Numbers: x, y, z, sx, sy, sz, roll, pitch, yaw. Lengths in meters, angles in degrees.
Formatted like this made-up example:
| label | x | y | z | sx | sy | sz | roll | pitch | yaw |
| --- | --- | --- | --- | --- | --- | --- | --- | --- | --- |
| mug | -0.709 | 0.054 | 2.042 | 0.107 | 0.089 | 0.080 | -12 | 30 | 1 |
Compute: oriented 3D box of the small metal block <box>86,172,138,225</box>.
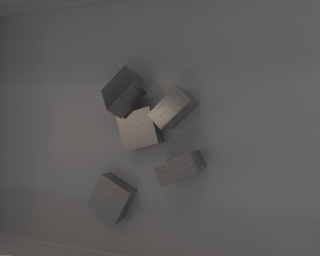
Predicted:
| label | x | y | z | sx | sy | sz | roll | pitch | yaw |
| --- | --- | --- | --- | --- | --- | --- | --- | --- | --- |
| small metal block | -0.067 | 0.097 | 0.434 | 0.050 | 0.025 | 0.050 | 30 | 100 | 17 |

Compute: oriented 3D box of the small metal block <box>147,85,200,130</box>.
| label | x | y | z | sx | sy | sz | roll | pitch | yaw |
| --- | --- | --- | --- | --- | --- | --- | --- | --- | --- |
| small metal block | 0.018 | -0.024 | 0.391 | 0.050 | 0.050 | 0.025 | -44 | 76 | 15 |

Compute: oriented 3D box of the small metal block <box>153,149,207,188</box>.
| label | x | y | z | sx | sy | sz | roll | pitch | yaw |
| --- | --- | --- | --- | --- | --- | --- | --- | --- | --- |
| small metal block | 0.026 | 0.050 | 0.388 | 0.050 | 0.050 | 0.025 | -26 | 82 | 18 |

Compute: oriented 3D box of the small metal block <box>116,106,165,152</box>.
| label | x | y | z | sx | sy | sz | roll | pitch | yaw |
| --- | --- | --- | --- | --- | --- | --- | --- | --- | --- |
| small metal block | -0.027 | 0.002 | 0.420 | 0.050 | 0.025 | 0.050 | -16 | 85 | 19 |

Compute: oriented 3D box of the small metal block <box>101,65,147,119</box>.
| label | x | y | z | sx | sy | sz | roll | pitch | yaw |
| --- | --- | --- | --- | --- | --- | --- | --- | --- | --- |
| small metal block | -0.049 | -0.049 | 0.414 | 0.050 | 0.025 | 0.050 | -44 | 38 | 14 |
